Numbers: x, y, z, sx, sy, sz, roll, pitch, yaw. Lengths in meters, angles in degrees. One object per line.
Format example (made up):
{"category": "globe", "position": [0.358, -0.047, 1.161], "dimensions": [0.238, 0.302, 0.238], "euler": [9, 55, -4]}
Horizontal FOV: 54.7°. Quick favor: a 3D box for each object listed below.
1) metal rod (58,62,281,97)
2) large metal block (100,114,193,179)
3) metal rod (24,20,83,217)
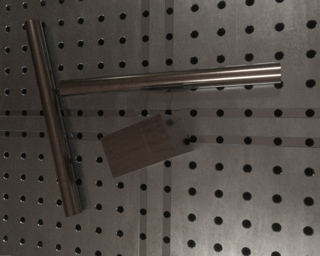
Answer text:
{"category": "metal rod", "position": [-0.001, -0.062, 0.412], "dimensions": [0.301, 0.025, 0.025], "euler": [-1, 90, 19]}
{"category": "large metal block", "position": [-0.013, 0.021, 0.387], "dimensions": [0.080, 0.080, 0.050], "euler": [-22, 83, 18]}
{"category": "metal rod", "position": [-0.161, -0.018, 0.467], "dimensions": [0.025, 0.025, 0.298], "euler": [-15, 85, 19]}
